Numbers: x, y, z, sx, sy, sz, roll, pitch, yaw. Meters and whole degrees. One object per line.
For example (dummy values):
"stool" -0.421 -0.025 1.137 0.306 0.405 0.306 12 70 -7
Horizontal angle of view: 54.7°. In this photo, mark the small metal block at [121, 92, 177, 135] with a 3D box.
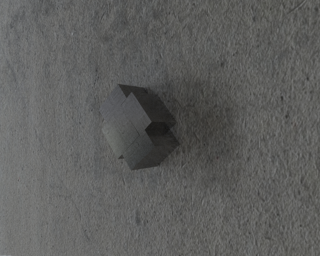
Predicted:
"small metal block" -0.014 -0.018 0.399 0.025 0.050 0.050 -48 62 29

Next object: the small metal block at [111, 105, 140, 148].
"small metal block" -0.029 -0.003 0.411 0.025 0.050 0.050 -47 62 30

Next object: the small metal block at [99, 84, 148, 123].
"small metal block" -0.047 -0.032 0.426 0.050 0.050 0.025 -46 63 30

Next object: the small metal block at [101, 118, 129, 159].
"small metal block" -0.044 0.013 0.423 0.025 0.050 0.050 -47 62 30

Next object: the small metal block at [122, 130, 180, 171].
"small metal block" -0.011 0.027 0.397 0.050 0.050 0.025 -46 63 30
